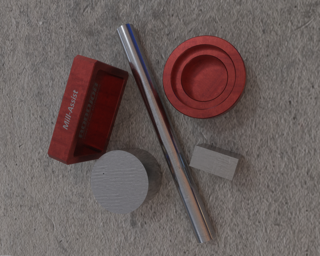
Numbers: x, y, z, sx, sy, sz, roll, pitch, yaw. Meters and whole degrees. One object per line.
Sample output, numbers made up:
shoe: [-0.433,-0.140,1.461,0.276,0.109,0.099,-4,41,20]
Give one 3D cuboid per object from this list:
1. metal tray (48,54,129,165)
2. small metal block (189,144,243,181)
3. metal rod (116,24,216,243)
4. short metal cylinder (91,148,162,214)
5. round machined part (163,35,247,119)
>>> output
metal tray: [-0.090,-0.022,0.406,0.030,0.090,0.129,20,96,19]
small metal block: [0.068,0.039,0.369,0.050,0.050,0.025,18,96,19]
metal rod: [0.005,0.001,0.408,0.025,0.025,0.299,-23,82,18]
short metal cylinder: [-0.043,0.067,0.411,0.080,0.050,0.079,0,90,19]
round machined part: [0.056,-0.060,0.381,0.098,0.042,0.097,0,90,19]
